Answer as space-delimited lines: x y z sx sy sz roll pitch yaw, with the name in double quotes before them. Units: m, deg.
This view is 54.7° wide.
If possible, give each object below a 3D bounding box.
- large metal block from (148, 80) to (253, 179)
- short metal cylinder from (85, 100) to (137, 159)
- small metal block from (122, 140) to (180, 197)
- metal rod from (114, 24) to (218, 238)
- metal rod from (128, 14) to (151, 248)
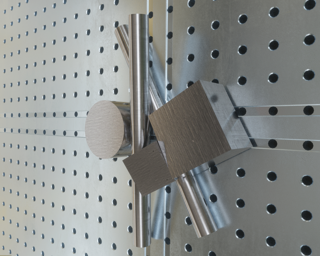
"large metal block" 0.044 0.003 0.352 0.080 0.050 0.080 -34 69 35
"short metal cylinder" -0.061 0.002 0.439 0.080 0.050 0.079 0 90 39
"small metal block" -0.009 0.047 0.370 0.050 0.025 0.050 -32 85 27
"metal rod" 0.001 -0.009 0.403 0.025 0.025 0.299 -35 69 34
"metal rod" -0.025 0.011 0.400 0.025 0.025 0.298 8 103 39
